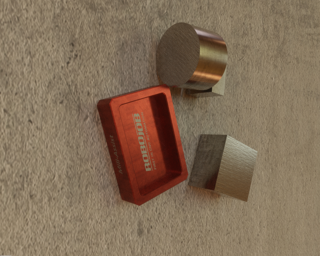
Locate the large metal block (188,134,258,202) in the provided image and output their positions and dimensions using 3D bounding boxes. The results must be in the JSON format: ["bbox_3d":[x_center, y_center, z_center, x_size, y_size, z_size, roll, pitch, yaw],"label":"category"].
[{"bbox_3d":[0.097,0.060,0.469,0.080,0.050,0.080,25,74,-37],"label":"large metal block"}]

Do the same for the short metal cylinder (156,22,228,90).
[{"bbox_3d":[0.040,-0.091,0.402,0.050,0.080,0.080,0,90,-40],"label":"short metal cylinder"}]

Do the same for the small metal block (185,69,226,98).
[{"bbox_3d":[0.066,-0.071,0.443,0.025,0.050,0.050,11,83,-40],"label":"small metal block"}]

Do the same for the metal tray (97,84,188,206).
[{"bbox_3d":[-0.017,0.018,0.386,0.091,0.030,0.129,-21,104,-38],"label":"metal tray"}]
